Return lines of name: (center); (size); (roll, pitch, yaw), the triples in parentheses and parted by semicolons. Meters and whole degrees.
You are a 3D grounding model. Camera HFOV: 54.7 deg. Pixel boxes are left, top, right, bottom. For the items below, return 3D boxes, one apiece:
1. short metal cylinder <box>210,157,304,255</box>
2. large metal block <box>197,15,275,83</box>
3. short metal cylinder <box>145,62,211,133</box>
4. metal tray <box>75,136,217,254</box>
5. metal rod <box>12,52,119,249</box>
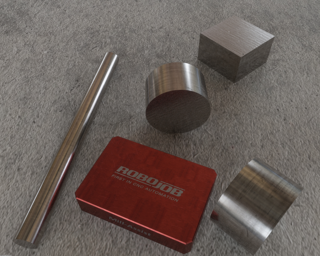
short metal cylinder: (0.095, 0.076, 0.304); (0.050, 0.080, 0.080); (37, 59, 26)
large metal block: (0.119, -0.128, 0.495); (0.080, 0.050, 0.080); (-34, 58, -25)
short metal cylinder: (0.021, -0.037, 0.399); (0.081, 0.080, 0.050); (-2, 50, -2)
metal tray: (-0.013, 0.068, 0.342); (0.130, 0.030, 0.090); (18, 52, 14)
metal rod: (-0.105, 0.002, 0.400); (0.025, 0.025, 0.300); (8, 50, 7)
